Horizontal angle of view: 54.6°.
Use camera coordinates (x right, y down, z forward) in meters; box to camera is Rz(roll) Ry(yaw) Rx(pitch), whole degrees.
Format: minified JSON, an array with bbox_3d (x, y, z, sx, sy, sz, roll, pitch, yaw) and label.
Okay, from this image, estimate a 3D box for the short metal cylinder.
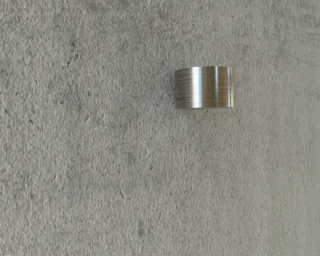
[{"bbox_3d":[0.060,-0.051,0.418,0.081,0.080,0.050,-3,92,-40],"label":"short metal cylinder"}]
